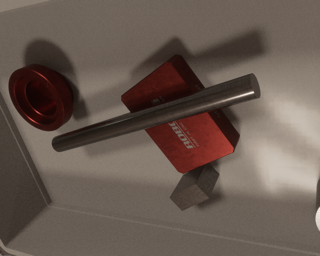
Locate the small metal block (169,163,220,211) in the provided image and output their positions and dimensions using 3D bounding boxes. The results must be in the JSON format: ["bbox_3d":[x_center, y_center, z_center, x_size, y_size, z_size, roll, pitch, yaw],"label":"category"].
[{"bbox_3d":[0.047,0.078,0.415,0.025,0.050,0.050,48,129,-6],"label":"small metal block"}]

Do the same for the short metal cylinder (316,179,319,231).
[{"bbox_3d":[0.213,0.086,0.334,0.080,0.050,0.079,13,124,20],"label":"short metal cylinder"}]

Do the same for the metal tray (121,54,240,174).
[{"bbox_3d":[0.024,-0.013,0.384,0.090,0.030,0.130,-31,102,37],"label":"metal tray"}]

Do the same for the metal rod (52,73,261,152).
[{"bbox_3d":[-0.030,-0.008,0.378,0.300,0.025,0.025,-15,111,34],"label":"metal rod"}]

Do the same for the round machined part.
[{"bbox_3d":[-0.167,-0.047,0.454,0.098,0.042,0.097,13,124,20],"label":"round machined part"}]
